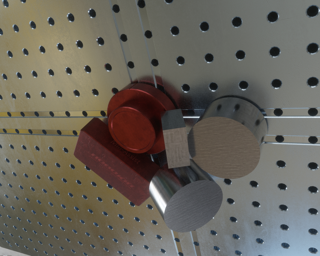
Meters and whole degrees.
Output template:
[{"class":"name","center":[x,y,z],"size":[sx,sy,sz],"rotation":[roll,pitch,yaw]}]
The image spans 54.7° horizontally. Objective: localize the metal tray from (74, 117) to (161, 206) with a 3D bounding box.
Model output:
[{"class":"metal tray","center":[-0.062,0.053,0.453],"size":[0.130,0.030,0.090],"rotation":[38,144,1]}]

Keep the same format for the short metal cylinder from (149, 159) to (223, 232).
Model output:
[{"class":"short metal cylinder","center":[0.033,0.086,0.398],"size":[0.050,0.081,0.079],"rotation":[-131,31,-55]}]

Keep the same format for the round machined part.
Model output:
[{"class":"round machined part","center":[-0.028,-0.006,0.406],"size":[0.098,0.042,0.097],"rotation":[13,124,21]}]

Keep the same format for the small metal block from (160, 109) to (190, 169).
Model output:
[{"class":"small metal block","center":[0.018,0.011,0.364],"size":[0.025,0.050,0.050],"rotation":[-8,117,1]}]

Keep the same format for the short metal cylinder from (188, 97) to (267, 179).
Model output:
[{"class":"short metal cylinder","center":[0.078,0.011,0.356],"size":[0.080,0.050,0.079],"rotation":[13,124,21]}]
